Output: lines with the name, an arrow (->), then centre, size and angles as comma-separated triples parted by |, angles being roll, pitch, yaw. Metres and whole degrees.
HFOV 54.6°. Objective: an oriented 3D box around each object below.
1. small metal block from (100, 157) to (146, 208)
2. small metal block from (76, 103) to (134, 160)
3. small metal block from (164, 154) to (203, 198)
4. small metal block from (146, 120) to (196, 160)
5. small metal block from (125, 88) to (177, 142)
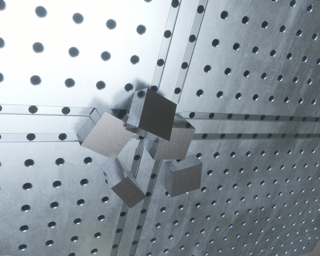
small metal block -> -0.049, 0.070, 0.411 | 0.025, 0.050, 0.050 | -36, 129, -4
small metal block -> -0.065, 0.005, 0.378 | 0.050, 0.025, 0.050 | 30, 102, -38
small metal block -> 0.035, 0.073, 0.475 | 0.050, 0.025, 0.050 | -13, 124, -21
small metal block -> 0.015, 0.016, 0.428 | 0.050, 0.025, 0.050 | 3, 117, -30
small metal block -> -0.010, -0.014, 0.380 | 0.050, 0.025, 0.050 | 26, 68, -37
